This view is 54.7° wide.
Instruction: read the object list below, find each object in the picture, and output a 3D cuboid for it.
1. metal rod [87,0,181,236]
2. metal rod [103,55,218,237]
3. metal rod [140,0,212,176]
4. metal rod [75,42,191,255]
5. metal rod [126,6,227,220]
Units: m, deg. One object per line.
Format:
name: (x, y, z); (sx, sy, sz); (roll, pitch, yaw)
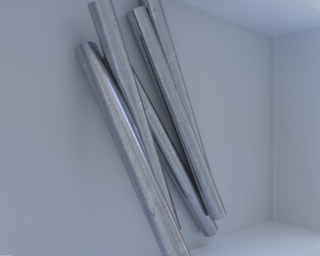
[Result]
metal rod: (-0.023, 0.004, 0.368); (0.025, 0.025, 0.298); (-32, 115, -35)
metal rod: (0.011, 0.034, 0.415); (0.025, 0.025, 0.299); (-43, 116, -32)
metal rod: (0.029, -0.038, 0.430); (0.025, 0.025, 0.298); (-29, 108, -36)
metal rod: (-0.020, 0.046, 0.313); (0.025, 0.025, 0.299); (-16, 77, -39)
metal rod: (0.026, -0.010, 0.412); (0.025, 0.025, 0.299); (-32, 105, -36)
